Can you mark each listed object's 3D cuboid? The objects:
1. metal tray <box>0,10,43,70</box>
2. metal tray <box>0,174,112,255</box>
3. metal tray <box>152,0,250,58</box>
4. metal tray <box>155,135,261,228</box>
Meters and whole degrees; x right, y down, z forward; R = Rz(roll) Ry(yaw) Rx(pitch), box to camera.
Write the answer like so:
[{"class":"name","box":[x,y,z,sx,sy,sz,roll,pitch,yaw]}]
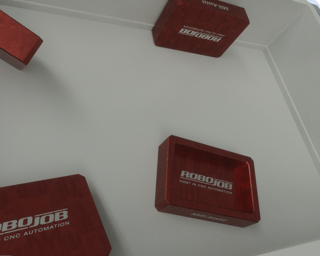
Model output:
[{"class":"metal tray","box":[-0.188,-0.109,0.306,0.130,0.090,0.030,34,80,-27]},{"class":"metal tray","box":[-0.119,0.093,0.264,0.131,0.030,0.090,-6,46,-31]},{"class":"metal tray","box":[0.064,-0.162,0.496,0.131,0.090,0.030,4,60,-27]},{"class":"metal tray","box":[0.061,0.068,0.393,0.131,0.030,0.090,16,55,-19]}]
